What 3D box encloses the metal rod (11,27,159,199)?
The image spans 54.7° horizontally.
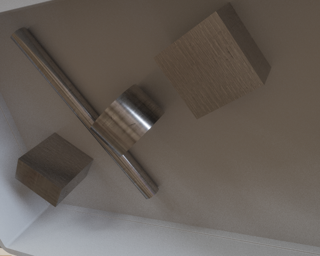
[{"bbox_3d":[-0.104,-0.015,0.451,0.025,0.025,0.300,-31,102,38],"label":"metal rod"}]

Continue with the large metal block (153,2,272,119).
[{"bbox_3d":[0.055,-0.068,0.321,0.080,0.050,0.080,-29,103,37],"label":"large metal block"}]

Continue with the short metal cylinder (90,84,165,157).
[{"bbox_3d":[-0.040,-0.009,0.387,0.050,0.080,0.080,45,129,-3],"label":"short metal cylinder"}]

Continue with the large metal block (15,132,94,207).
[{"bbox_3d":[-0.169,0.065,0.500,0.080,0.080,0.050,34,129,5],"label":"large metal block"}]
